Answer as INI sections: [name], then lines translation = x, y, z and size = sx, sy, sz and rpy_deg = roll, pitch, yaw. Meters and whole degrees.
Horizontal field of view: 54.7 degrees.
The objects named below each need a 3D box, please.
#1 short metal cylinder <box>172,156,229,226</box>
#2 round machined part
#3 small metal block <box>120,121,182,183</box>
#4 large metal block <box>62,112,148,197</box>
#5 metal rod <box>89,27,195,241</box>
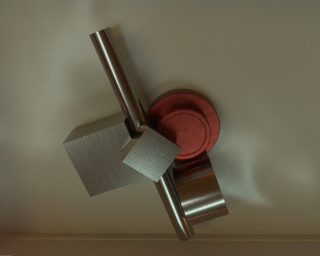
[short metal cylinder]
translation = 0.054, 0.083, 0.412
size = 0.050, 0.080, 0.080
rpy_deg = -20, 109, 7
[round machined part]
translation = 0.029, 0.002, 0.401
size = 0.099, 0.042, 0.097
rpy_deg = 0, 110, -1
[small metal block]
translation = -0.011, 0.028, 0.368
size = 0.050, 0.025, 0.050
rpy_deg = 34, 95, -19
[large metal block]
translation = -0.066, 0.032, 0.405
size = 0.080, 0.050, 0.080
rpy_deg = -19, 109, 6
[metal rod]
translation = -0.015, 0.022, 0.395
size = 0.025, 0.025, 0.299
rpy_deg = -20, 109, 7
